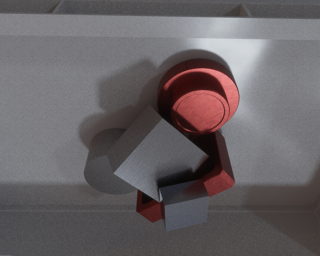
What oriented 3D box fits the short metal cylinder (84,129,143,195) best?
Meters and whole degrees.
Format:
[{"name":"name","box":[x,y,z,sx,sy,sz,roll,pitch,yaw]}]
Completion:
[{"name":"short metal cylinder","box":[-0.060,0.048,0.430,0.081,0.050,0.079,0,130,0]}]

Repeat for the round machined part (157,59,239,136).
[{"name":"round machined part","box":[0.046,-0.029,0.371,0.099,0.042,0.097,-1,130,0]}]

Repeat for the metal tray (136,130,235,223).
[{"name":"metal tray","box":[0.029,0.061,0.416,0.130,0.090,0.030,-31,123,23]}]

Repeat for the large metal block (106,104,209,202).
[{"name":"large metal block","box":[-0.004,0.032,0.371,0.080,0.050,0.080,39,95,-28]}]

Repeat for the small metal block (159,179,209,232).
[{"name":"small metal block","box":[0.028,0.090,0.359,0.050,0.025,0.050,-10,130,-9]}]
